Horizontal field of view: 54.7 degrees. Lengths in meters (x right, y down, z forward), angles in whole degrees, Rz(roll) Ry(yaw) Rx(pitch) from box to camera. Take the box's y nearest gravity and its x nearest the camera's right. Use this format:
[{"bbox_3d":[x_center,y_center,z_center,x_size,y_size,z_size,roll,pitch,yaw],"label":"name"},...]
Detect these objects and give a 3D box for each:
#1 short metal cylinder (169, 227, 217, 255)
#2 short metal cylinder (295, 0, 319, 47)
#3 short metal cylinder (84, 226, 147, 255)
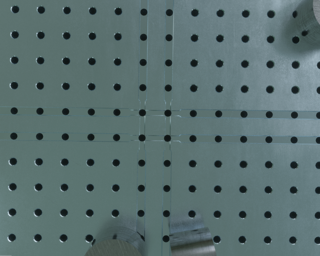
[{"bbox_3d":[0.043,0.169,0.387,0.050,0.080,0.080,-10,90,0],"label":"short metal cylinder"},{"bbox_3d":[0.227,-0.151,0.404,0.081,0.050,0.079,0,90,-1],"label":"short metal cylinder"},{"bbox_3d":[-0.057,0.175,0.400,0.081,0.050,0.079,0,90,-1],"label":"short metal cylinder"}]
